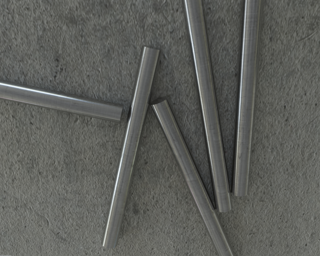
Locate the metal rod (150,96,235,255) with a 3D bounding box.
[{"bbox_3d":[0.057,0.094,0.444,0.025,0.025,0.299,-22,109,8],"label":"metal rod"}]

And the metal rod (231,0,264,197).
[{"bbox_3d":[0.109,-0.048,0.392,0.025,0.025,0.298,-2,110,0],"label":"metal rod"}]

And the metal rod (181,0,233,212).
[{"bbox_3d":[0.064,-0.022,0.402,0.025,0.025,0.298,-11,110,4],"label":"metal rod"}]

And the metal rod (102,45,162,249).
[{"bbox_3d":[-0.043,0.039,0.423,0.025,0.025,0.298,12,110,-5],"label":"metal rod"}]

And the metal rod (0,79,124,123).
[{"bbox_3d":[-0.197,-0.048,0.390,0.302,0.025,0.025,11,110,-5],"label":"metal rod"}]
